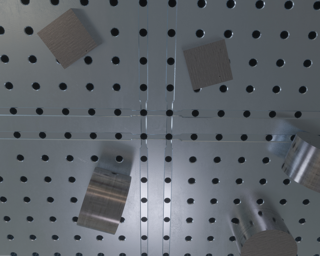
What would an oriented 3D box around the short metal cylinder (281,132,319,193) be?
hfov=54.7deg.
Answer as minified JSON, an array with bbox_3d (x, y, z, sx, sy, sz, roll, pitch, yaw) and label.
[{"bbox_3d":[0.207,0.044,0.402,0.080,0.080,0.050,15,109,-6],"label":"short metal cylinder"}]

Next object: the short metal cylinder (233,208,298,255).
[{"bbox_3d":[0.155,0.169,0.464,0.081,0.050,0.079,0,110,0],"label":"short metal cylinder"}]

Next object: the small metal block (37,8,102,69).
[{"bbox_3d":[-0.108,-0.107,0.373,0.050,0.025,0.050,-32,107,11],"label":"small metal block"}]

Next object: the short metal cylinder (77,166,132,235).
[{"bbox_3d":[-0.075,0.098,0.419,0.050,0.080,0.079,17,109,-6],"label":"short metal cylinder"}]

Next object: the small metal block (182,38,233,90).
[{"bbox_3d":[0.058,-0.080,0.384,0.050,0.025,0.050,-15,110,5],"label":"small metal block"}]
